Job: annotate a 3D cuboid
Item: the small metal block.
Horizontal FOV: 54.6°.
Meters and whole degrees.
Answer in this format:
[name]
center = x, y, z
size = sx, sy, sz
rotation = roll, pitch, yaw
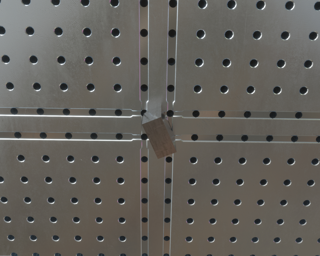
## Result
[small metal block]
center = 0.000, 0.004, 0.402
size = 0.025, 0.050, 0.050
rotation = -21, 109, 8
